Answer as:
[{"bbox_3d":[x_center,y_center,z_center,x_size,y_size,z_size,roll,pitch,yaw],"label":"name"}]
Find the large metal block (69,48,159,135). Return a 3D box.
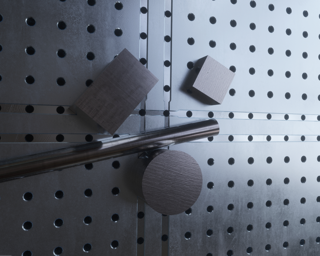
[{"bbox_3d":[-0.057,-0.039,0.363,0.050,0.080,0.080,42,77,-16],"label":"large metal block"}]

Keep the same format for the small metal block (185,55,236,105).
[{"bbox_3d":[0.072,-0.067,0.440,0.050,0.025,0.050,29,80,-18],"label":"small metal block"}]

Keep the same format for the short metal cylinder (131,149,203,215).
[{"bbox_3d":[0.008,0.067,0.403,0.081,0.050,0.079,0,90,-21],"label":"short metal cylinder"}]

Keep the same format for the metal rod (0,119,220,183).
[{"bbox_3d":[-0.061,0.026,0.390,0.303,0.025,0.025,-11,94,-20],"label":"metal rod"}]
